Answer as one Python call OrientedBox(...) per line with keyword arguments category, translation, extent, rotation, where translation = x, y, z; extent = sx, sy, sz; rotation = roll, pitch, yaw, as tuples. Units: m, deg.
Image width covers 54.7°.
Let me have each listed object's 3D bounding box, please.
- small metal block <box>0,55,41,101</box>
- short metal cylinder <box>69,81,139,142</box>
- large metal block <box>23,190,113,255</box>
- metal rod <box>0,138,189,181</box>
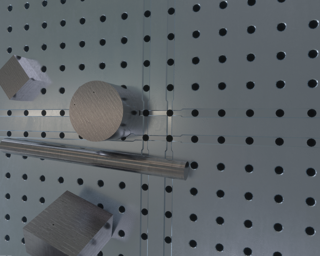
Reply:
OrientedBox(category="small metal block", translation=(-0.226, -0.079, 0.492), extent=(0.050, 0.025, 0.050), rotation=(-40, 78, 15))
OrientedBox(category="short metal cylinder", translation=(-0.076, -0.022, 0.426), extent=(0.080, 0.050, 0.079), rotation=(0, 90, 20))
OrientedBox(category="large metal block", translation=(-0.121, 0.142, 0.418), extent=(0.080, 0.080, 0.050), rotation=(22, 125, 18))
OrientedBox(category="metal rod", translation=(-0.107, 0.042, 0.450), extent=(0.301, 0.025, 0.025), rotation=(6, 92, 19))
